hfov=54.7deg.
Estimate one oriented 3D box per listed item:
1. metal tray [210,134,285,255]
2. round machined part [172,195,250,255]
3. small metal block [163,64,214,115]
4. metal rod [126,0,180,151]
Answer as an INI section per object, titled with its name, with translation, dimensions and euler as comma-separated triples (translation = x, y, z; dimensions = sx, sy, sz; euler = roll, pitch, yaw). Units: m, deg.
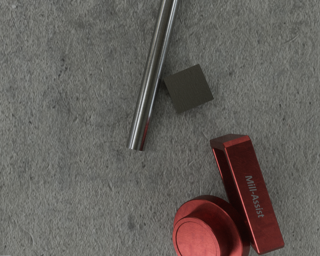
[metal tray]
translation = 0.102, 0.073, 0.378
dimensions = 0.030, 0.090, 0.129
euler = -18, 90, -1
[round machined part]
translation = 0.054, 0.135, 0.376
dimensions = 0.098, 0.042, 0.097
euler = 6, 100, 40
[small metal block]
translation = 0.037, -0.051, 0.410
dimensions = 0.050, 0.025, 0.050
euler = -23, 90, -1
[metal rod]
translation = 0.002, -0.117, 0.409
dimensions = 0.025, 0.025, 0.298
euler = 13, 90, -1
